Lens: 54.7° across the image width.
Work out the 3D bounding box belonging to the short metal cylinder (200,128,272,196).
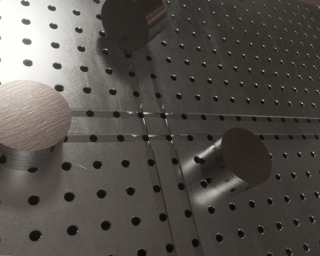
[{"bbox_3d":[0.103,0.046,0.421,0.081,0.050,0.080,14,56,-21],"label":"short metal cylinder"}]

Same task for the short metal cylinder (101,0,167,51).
[{"bbox_3d":[-0.038,-0.160,0.452,0.080,0.080,0.050,40,51,-2],"label":"short metal cylinder"}]

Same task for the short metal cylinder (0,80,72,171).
[{"bbox_3d":[-0.138,-0.002,0.320,0.081,0.050,0.080,14,56,-21],"label":"short metal cylinder"}]
